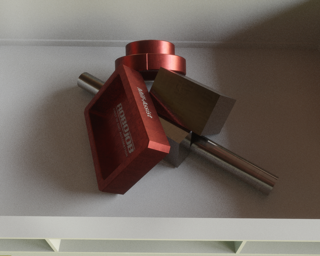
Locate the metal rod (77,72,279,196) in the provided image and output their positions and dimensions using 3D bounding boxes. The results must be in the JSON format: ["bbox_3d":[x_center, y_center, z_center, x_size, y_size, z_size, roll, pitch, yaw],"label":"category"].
[{"bbox_3d":[0.007,-0.003,0.405,0.300,0.025,0.025,30,56,22],"label":"metal rod"}]

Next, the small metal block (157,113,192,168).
[{"bbox_3d":[0.009,0.014,0.375,0.050,0.050,0.025,31,57,23],"label":"small metal block"}]

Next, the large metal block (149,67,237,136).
[{"bbox_3d":[0.040,-0.032,0.389,0.080,0.050,0.080,30,13,22],"label":"large metal block"}]

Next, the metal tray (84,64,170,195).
[{"bbox_3d":[-0.045,0.000,0.363,0.030,0.090,0.130,19,37,-40],"label":"metal tray"}]

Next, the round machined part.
[{"bbox_3d":[-0.013,-0.094,0.432,0.099,0.098,0.042,-1,91,-2],"label":"round machined part"}]
